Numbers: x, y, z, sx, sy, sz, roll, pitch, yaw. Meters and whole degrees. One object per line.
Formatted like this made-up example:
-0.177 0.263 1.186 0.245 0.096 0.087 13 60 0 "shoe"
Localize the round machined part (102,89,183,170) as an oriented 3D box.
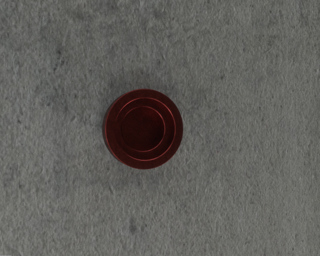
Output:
-0.024 0.001 0.392 0.099 0.042 0.097 0 90 -21 "round machined part"
